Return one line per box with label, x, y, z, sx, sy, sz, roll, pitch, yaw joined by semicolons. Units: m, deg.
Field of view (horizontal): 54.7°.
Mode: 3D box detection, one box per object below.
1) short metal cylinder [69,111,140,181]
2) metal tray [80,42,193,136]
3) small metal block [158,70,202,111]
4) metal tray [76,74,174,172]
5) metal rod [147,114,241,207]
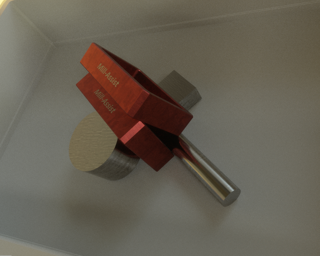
short metal cylinder;-0.070;0.023;0.401;0.080;0.050;0.080;-14;61;28
metal tray;-0.030;-0.048;0.373;0.030;0.090;0.130;-54;50;12
small metal block;0.019;-0.043;0.419;0.050;0.025;0.050;-42;51;-1
metal tray;-0.045;-0.011;0.391;0.030;0.090;0.130;-43;51;-1
metal rod;-0.008;-0.011;0.415;0.025;0.025;0.300;-43;51;-2
